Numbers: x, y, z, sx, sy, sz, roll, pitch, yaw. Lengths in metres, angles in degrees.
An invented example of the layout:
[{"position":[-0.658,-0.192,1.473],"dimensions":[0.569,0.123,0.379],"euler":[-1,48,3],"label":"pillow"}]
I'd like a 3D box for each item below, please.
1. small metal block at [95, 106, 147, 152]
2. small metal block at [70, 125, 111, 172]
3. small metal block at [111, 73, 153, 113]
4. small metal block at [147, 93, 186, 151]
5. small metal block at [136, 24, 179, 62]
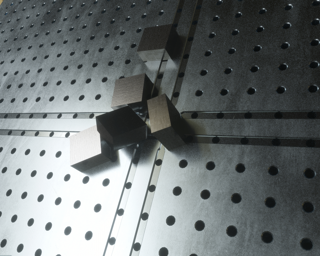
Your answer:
[{"position":[-0.052,0.000,0.420],"dimensions":[0.050,0.025,0.050],"euler":[-22,46,-27],"label":"small metal block"},{"position":[-0.100,0.029,0.441],"dimensions":[0.050,0.025,0.050],"euler":[-22,54,14],"label":"small metal block"},{"position":[-0.041,-0.049,0.459],"dimensions":[0.050,0.025,0.050],"euler":[-9,58,23],"label":"small metal block"},{"position":[0.009,-0.007,0.391],"dimensions":[0.025,0.050,0.050],"euler":[-20,54,16],"label":"small metal block"},{"position":[-0.003,-0.135,0.491],"dimensions":[0.050,0.025,0.050],"euler":[1,62,28],"label":"small metal block"}]
